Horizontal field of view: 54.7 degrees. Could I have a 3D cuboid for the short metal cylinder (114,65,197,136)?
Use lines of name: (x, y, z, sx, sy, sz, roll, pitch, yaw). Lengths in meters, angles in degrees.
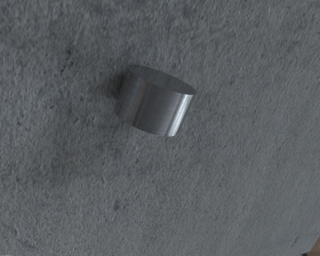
short metal cylinder: (-0.006, -0.032, 0.349, 0.081, 0.080, 0.050, 9, 114, -33)
